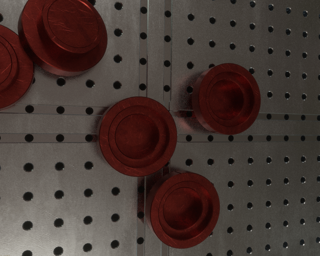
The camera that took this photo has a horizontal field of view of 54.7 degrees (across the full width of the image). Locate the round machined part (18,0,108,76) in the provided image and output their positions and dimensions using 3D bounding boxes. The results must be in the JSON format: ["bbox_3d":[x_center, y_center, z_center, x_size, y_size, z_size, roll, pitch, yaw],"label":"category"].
[{"bbox_3d":[-0.104,-0.112,0.352,0.099,0.042,0.097,6,79,-34],"label":"round machined part"}]

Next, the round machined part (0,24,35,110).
[{"bbox_3d":[-0.189,-0.067,0.334,0.099,0.042,0.097,0,90,-21],"label":"round machined part"}]

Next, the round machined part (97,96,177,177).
[{"bbox_3d":[-0.031,0.010,0.393,0.099,0.042,0.097,0,90,-21],"label":"round machined part"}]

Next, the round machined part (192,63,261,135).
[{"bbox_3d":[0.089,-0.039,0.438,0.099,0.042,0.097,0,90,-20],"label":"round machined part"}]

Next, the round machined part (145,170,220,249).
[{"bbox_3d":[0.027,0.105,0.415,0.099,0.042,0.097,0,90,-21],"label":"round machined part"}]
